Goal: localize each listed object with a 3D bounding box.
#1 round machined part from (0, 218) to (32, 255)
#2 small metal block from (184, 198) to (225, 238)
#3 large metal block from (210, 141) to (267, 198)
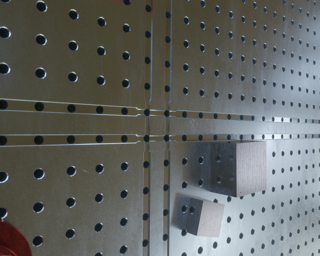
[{"bbox_3d":[-0.159,0.128,0.265,0.099,0.042,0.097,0,90,-40],"label":"round machined part"},{"bbox_3d":[0.068,0.135,0.466,0.050,0.025,0.050,20,77,-38],"label":"small metal block"},{"bbox_3d":[0.127,0.062,0.499,0.081,0.050,0.080,-1,91,-40],"label":"large metal block"}]
